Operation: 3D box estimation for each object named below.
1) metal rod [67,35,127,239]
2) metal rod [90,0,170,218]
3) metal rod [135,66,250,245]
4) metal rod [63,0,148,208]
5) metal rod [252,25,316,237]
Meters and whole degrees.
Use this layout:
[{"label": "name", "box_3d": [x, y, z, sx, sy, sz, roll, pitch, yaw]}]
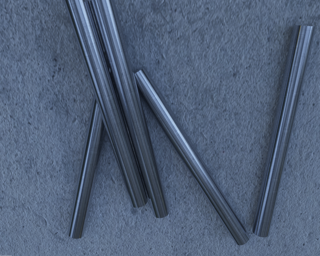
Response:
[{"label": "metal rod", "box_3d": [-0.089, 0.023, 0.416, 0.025, 0.025, 0.298, 13, 109, -5]}, {"label": "metal rod", "box_3d": [-0.030, -0.006, 0.390, 0.025, 0.025, 0.298, -12, 116, 4]}, {"label": "metal rod", "box_3d": [0.048, 0.050, 0.428, 0.025, 0.025, 0.299, -30, 108, 10]}, {"label": "metal rod", "box_3d": [-0.061, -0.026, 0.373, 0.025, 0.025, 0.298, -12, 116, 4]}, {"label": "metal rod", "box_3d": [0.162, 0.018, 0.418, 0.025, 0.025, 0.298, 3, 110, -2]}]
